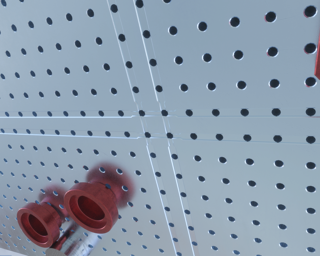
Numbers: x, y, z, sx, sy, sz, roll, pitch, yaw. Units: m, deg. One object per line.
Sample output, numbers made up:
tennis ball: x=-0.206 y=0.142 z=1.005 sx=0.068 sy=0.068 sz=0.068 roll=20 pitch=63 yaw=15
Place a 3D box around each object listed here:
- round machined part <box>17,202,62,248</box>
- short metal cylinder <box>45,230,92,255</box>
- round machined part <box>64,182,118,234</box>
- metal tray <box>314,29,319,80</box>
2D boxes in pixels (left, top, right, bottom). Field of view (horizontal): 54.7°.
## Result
round machined part: x=-0.244 y=0.195 z=0.642 sx=0.098 sy=0.042 sz=0.097 roll=13 pitch=119 yaw=25
short metal cylinder: x=-0.194 y=0.265 z=0.658 sx=0.080 sy=0.050 sz=0.079 roll=13 pitch=124 yaw=20
round machined part: x=-0.115 y=0.133 z=0.541 sx=0.098 sy=0.042 sz=0.097 roll=13 pitch=124 yaw=20
metal tray: x=0.182 y=-0.102 z=0.248 sx=0.090 sy=0.030 sz=0.129 roll=7 pitch=122 yaw=24
